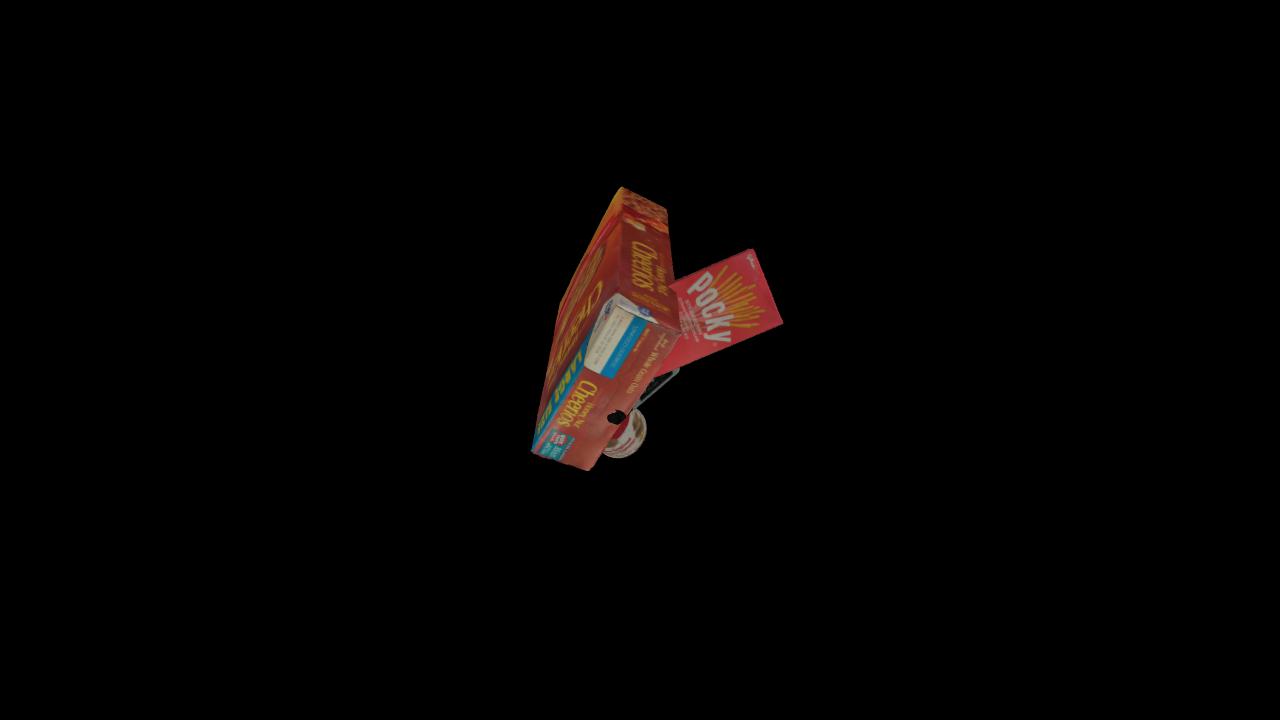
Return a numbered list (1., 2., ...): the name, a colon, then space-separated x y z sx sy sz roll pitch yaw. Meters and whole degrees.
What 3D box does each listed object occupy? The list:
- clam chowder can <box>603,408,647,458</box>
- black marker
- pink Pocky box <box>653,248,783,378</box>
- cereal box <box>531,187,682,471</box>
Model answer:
1. clam chowder can: -0.041 0.065 0.689 0.068 0.068 0.102 0 -24 26
2. black marker: 0.004 0.033 0.646 0.020 0.020 0.121 0 25 37
3. pink Pocky box: 0.060 -0.046 0.633 0.155 0.084 0.029 -23 7 6
4. cereal box: -0.039 -0.050 0.715 0.081 0.203 0.306 23 33 -15
